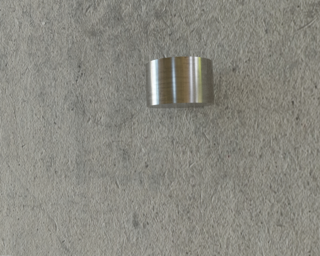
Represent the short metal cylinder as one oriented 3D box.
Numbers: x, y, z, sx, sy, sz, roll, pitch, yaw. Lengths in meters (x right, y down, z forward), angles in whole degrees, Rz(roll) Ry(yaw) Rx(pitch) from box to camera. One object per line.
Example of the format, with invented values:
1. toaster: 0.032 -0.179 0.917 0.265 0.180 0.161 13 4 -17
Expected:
1. short metal cylinder: 0.024 -0.051 0.372 0.080 0.080 0.050 -2 89 20
